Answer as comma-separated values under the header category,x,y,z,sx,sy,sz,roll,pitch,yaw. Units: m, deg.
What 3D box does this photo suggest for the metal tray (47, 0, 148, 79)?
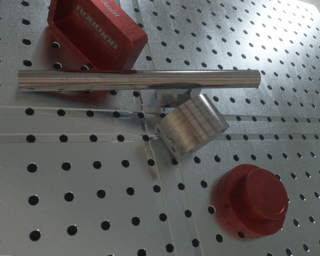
category,x,y,z,sx,sy,sz,roll,pitch,yaw
metal tray,-0.085,-0.127,0.399,0.130,0.090,0.030,46,51,3

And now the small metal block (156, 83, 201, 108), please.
category,x,y,z,sx,sy,sz,roll,pitch,yaw
small metal block,0.029,-0.055,0.441,0.050,0.025,0.050,2,46,26

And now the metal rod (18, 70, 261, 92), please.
category,x,y,z,sx,sy,sz,roll,pitch,yaw
metal rod,-0.014,-0.061,0.392,0.302,0.025,0.025,-3,62,-14

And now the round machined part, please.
category,x,y,z,sx,sy,sz,roll,pitch,yaw
round machined part,0.130,0.093,0.413,0.099,0.042,0.098,14,56,-21

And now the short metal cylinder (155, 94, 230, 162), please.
category,x,y,z,sx,sy,sz,roll,pitch,yaw
short metal cylinder,0.041,0.000,0.397,0.081,0.080,0.050,-25,76,-37
